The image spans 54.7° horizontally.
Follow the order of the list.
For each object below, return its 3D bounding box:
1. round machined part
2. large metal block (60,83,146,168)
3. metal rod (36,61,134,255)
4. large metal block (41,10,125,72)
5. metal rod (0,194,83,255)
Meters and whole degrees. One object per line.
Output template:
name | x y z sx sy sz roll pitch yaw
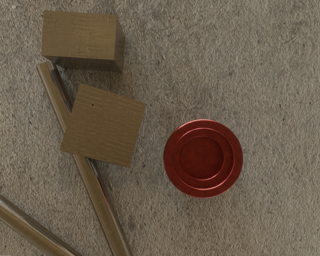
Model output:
round machined part | 0.054 0.038 0.402 0.099 0.042 0.097 0 90 -1
large metal block | -0.070 0.000 0.382 0.081 0.050 0.080 16 80 -14
metal rod | -0.095 0.055 0.408 0.025 0.025 0.299 -22 90 0
large metal block | -0.089 -0.103 0.381 0.081 0.080 0.050 4 90 -1
metal rod | -0.172 0.132 0.407 0.301 0.025 0.025 37 90 -1
